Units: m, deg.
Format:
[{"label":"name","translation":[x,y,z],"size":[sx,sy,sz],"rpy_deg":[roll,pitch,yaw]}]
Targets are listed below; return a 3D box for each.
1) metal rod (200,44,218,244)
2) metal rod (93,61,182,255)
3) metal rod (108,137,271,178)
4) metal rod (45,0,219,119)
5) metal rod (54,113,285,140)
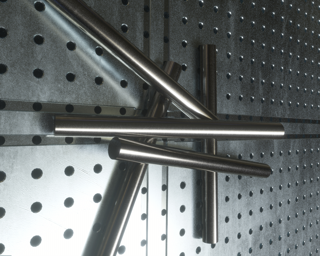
[{"label":"metal rod","translation":[0.075,0.024,0.474],"size":[0.025,0.025,0.298],"rpy_deg":[-1,91,-40]},{"label":"metal rod","translation":[-0.029,0.050,0.386],"size":[0.025,0.025,0.299],"rpy_deg":[31,71,-36]},{"label":"metal rod","translation":[0.064,0.047,0.431],"size":[0.302,0.025,0.025],"rpy_deg":[13,82,-39]},{"label":"metal rod","translation":[-0.036,-0.085,0.358],"size":[0.301,0.025,0.025],"rpy_deg":[36,67,-27]},{"label":"metal rod","translation":[0.029,0.001,0.381],"size":[0.303,0.025,0.025],"rpy_deg":[2,89,-24]}]
